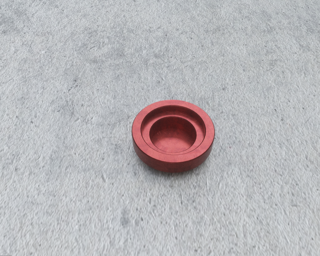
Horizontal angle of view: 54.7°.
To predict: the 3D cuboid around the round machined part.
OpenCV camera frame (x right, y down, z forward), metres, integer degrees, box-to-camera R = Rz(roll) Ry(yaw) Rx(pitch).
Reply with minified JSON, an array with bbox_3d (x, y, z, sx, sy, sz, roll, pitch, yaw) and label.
[{"bbox_3d":[0.015,0.014,0.382,0.099,0.042,0.098,0,50,0],"label":"round machined part"}]
